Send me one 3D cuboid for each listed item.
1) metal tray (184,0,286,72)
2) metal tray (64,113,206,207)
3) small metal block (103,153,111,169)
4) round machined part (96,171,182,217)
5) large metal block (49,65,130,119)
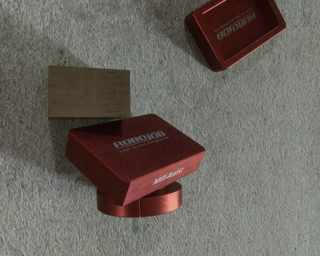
[{"bbox_3d":[0.111,-0.151,0.446,0.131,0.030,0.090,-35,102,-17],"label":"metal tray"},{"bbox_3d":[-0.023,0.026,0.338,0.131,0.090,0.030,-14,132,-49],"label":"metal tray"},{"bbox_3d":[-0.041,0.030,0.379,0.050,0.050,0.025,-6,102,-20],"label":"small metal block"},{"bbox_3d":[-0.024,0.068,0.361,0.099,0.098,0.042,-3,92,-20],"label":"round machined part"},{"bbox_3d":[-0.083,-0.036,0.349,0.081,0.080,0.050,0,90,-20],"label":"large metal block"}]
